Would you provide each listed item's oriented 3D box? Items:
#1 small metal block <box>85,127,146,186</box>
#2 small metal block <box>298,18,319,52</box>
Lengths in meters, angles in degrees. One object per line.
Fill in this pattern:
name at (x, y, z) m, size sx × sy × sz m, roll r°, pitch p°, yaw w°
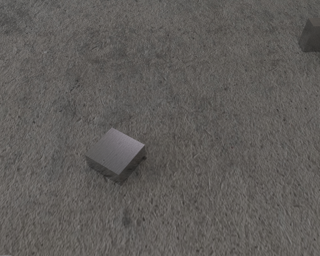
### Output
small metal block at (-0.053, 0.034, 0.375) m, size 0.050 × 0.025 × 0.050 m, roll 27°, pitch 55°, yaw 20°
small metal block at (0.269, -0.156, 0.521) m, size 0.050 × 0.050 × 0.025 m, roll -2°, pitch 50°, yaw -2°
